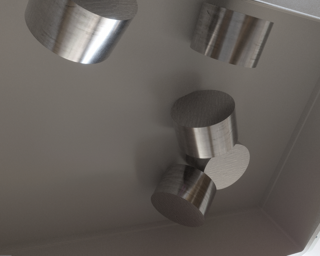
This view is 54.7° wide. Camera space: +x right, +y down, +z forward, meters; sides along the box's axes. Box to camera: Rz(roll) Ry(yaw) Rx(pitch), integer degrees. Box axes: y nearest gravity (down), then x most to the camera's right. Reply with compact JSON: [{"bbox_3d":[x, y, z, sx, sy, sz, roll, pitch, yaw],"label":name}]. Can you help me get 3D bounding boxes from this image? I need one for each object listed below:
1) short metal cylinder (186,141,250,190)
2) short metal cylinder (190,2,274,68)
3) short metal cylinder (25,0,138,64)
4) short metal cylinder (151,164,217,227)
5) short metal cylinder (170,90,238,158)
[{"bbox_3d":[0.087,0.046,0.468,0.081,0.050,0.079,-14,124,-21],"label":"short metal cylinder"},{"bbox_3d":[0.080,-0.106,0.351,0.081,0.080,0.050,2,117,-30],"label":"short metal cylinder"},{"bbox_3d":[-0.066,-0.102,0.264,0.081,0.080,0.050,11,140,-33],"label":"short metal cylinder"},{"bbox_3d":[0.034,0.097,0.442,0.050,0.080,0.080,-58,140,-37],"label":"short metal cylinder"},{"bbox_3d":[0.058,-0.007,0.401,0.080,0.080,0.050,-26,128,-13],"label":"short metal cylinder"}]
